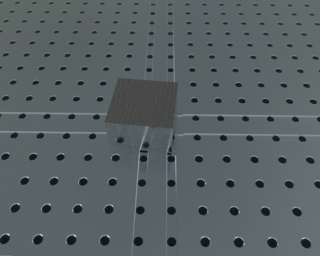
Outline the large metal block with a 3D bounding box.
[{"bbox_3d":[-0.021,-0.017,0.406,0.080,0.050,0.080,5,50,4],"label":"large metal block"}]
